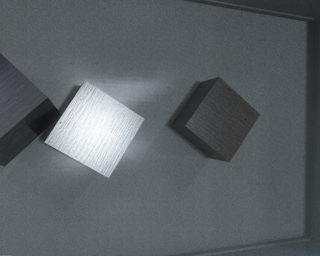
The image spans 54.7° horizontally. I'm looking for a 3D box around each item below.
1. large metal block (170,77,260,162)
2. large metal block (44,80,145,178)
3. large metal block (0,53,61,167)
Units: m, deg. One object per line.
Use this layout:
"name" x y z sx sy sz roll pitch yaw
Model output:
"large metal block" 0.076 -0.011 0.427 0.080 0.050 0.080 39 77 -16
"large metal block" -0.079 0.002 0.369 0.080 0.050 0.080 34 79 -18
"large metal block" -0.166 -0.020 0.320 0.080 0.050 0.080 41 75 11
